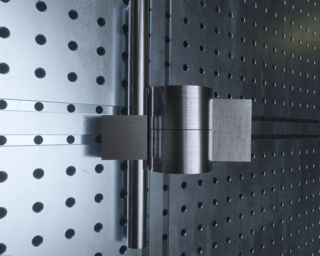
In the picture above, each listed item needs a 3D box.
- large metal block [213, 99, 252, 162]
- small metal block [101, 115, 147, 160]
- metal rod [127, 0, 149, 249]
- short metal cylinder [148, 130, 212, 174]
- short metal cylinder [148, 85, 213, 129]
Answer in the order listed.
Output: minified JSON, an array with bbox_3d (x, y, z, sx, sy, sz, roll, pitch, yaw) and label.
[{"bbox_3d":[0.090,0.003,0.435,0.050,0.080,0.079,1,90,-2],"label":"large metal block"},{"bbox_3d":[-0.041,0.011,0.356,0.050,0.025,0.050,0,89,-5],"label":"small metal block"},{"bbox_3d":[-0.027,-0.005,0.381,0.025,0.025,0.298,1,90,-40],"label":"metal rod"},{"bbox_3d":[0.025,0.027,0.390,0.081,0.080,0.050,1,90,-40],"label":"short metal cylinder"},{"bbox_3d":[0.025,-0.023,0.390,0.081,0.080,0.050,1,90,-40],"label":"short metal cylinder"}]
